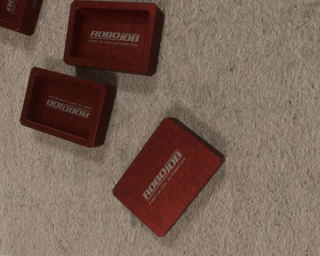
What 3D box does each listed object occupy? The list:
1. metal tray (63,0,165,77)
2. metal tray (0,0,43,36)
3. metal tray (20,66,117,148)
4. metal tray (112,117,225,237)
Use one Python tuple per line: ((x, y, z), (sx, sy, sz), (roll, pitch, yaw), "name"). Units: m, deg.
((-0.065, -0.125, 0.428), (0.130, 0.030, 0.089), (10, 93, 19), "metal tray")
((-0.226, -0.220, 0.484), (0.090, 0.030, 0.129), (21, 97, 18), "metal tray")
((-0.136, -0.032, 0.452), (0.130, 0.030, 0.089), (16, 95, 18), "metal tray")
((0.010, 0.062, 0.402), (0.090, 0.030, 0.129), (39, 102, 15), "metal tray")
